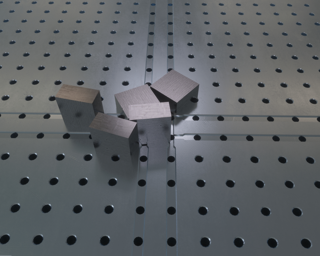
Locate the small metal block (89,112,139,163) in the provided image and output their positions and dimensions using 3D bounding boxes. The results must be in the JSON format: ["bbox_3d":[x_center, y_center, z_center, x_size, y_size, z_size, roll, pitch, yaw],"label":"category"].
[{"bbox_3d":[-0.055,0.012,0.381,0.050,0.050,0.025,15,52,12],"label":"small metal block"}]

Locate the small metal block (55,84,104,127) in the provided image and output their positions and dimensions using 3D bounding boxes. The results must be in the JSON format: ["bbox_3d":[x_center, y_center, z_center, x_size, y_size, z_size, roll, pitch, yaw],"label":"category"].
[{"bbox_3d":[-0.105,-0.028,0.415,0.050,0.050,0.025,10,51,9],"label":"small metal block"}]

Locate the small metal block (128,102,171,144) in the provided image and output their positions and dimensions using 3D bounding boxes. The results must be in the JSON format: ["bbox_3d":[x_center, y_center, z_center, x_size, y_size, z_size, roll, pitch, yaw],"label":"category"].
[{"bbox_3d":[-0.013,-0.005,0.396,0.050,0.050,0.025,-5,50,-4],"label":"small metal block"}]

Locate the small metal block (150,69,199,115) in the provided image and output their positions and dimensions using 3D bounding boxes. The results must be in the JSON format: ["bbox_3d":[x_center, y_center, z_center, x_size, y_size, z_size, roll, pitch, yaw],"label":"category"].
[{"bbox_3d":[0.021,-0.054,0.453,0.050,0.025,0.050,34,58,25],"label":"small metal block"}]

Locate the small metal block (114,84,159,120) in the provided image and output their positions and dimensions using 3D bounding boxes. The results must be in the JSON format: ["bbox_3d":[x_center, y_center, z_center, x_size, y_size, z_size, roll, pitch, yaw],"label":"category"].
[{"bbox_3d":[-0.030,-0.030,0.433,0.050,0.025,0.050,-21,53,-17],"label":"small metal block"}]
